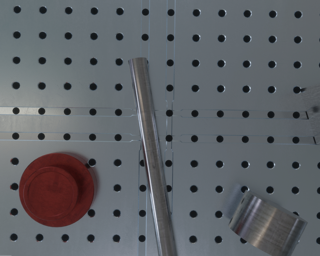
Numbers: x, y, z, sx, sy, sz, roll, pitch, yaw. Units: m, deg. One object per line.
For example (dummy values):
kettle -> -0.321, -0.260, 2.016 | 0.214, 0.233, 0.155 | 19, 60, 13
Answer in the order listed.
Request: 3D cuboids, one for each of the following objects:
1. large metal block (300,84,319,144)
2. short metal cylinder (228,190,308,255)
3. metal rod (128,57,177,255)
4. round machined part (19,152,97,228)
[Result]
large metal block -> 0.229, -0.022, 0.388 | 0.050, 0.080, 0.080 | -17, 90, 0
short metal cylinder -> 0.133, 0.119, 0.387 | 0.080, 0.080, 0.050 | 27, 90, 0
metal rod -> -0.007, 0.056, 0.413 | 0.025, 0.025, 0.298 | -9, 90, 0
round machined part -> -0.135, 0.082, 0.404 | 0.099, 0.042, 0.097 | 0, 90, 0
